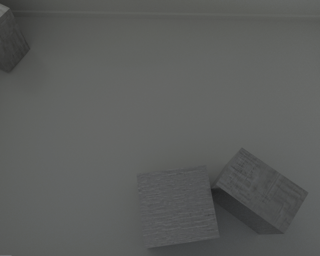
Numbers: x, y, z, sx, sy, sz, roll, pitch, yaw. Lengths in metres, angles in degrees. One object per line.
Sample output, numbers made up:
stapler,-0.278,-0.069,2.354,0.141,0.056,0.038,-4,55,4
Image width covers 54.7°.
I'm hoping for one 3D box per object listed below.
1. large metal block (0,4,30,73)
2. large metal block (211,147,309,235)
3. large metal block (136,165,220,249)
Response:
large metal block,-0.239,-0.133,0.424,0.080,0.080,0.050,27,66,9
large metal block,0.104,0.075,0.354,0.080,0.080,0.050,35,74,11
large metal block,0.018,0.093,0.363,0.081,0.050,0.080,-7,70,-3
